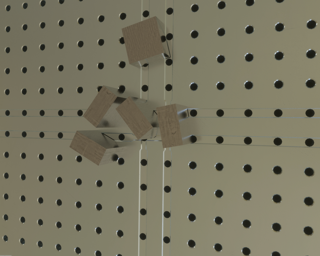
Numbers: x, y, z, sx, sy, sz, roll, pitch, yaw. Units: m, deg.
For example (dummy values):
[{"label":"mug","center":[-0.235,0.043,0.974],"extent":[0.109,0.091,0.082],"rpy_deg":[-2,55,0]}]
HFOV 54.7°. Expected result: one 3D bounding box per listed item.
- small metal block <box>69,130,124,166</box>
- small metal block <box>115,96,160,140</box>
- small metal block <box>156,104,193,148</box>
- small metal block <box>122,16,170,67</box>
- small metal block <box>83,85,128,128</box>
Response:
[{"label":"small metal block","center":[-0.086,0.026,0.429],"extent":[0.050,0.050,0.025],"rpy_deg":[29,100,17]},{"label":"small metal block","center":[-0.024,-0.013,0.407],"extent":[0.025,0.050,0.050],"rpy_deg":[-40,78,15]},{"label":"small metal block","center":[0.020,-0.002,0.392],"extent":[0.025,0.050,0.050],"rpy_deg":[-11,86,19]},{"label":"small metal block","center":[-0.019,-0.115,0.418],"extent":[0.050,0.025,0.050],"rpy_deg":[-14,85,19]},{"label":"small metal block","center":[-0.069,-0.028,0.423],"extent":[0.025,0.050,0.050],"rpy_deg":[40,102,15]}]
